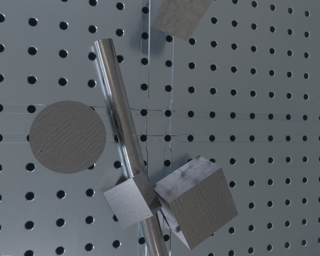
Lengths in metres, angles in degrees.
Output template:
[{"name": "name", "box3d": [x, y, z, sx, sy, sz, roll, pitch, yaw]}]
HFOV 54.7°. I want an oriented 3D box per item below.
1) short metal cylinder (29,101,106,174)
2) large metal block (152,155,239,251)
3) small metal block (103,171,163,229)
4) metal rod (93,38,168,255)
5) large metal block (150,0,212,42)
[{"name": "short metal cylinder", "box3d": [-0.107, 0.010, 0.360, 0.081, 0.050, 0.079, 0, 90, -20]}, {"name": "large metal block", "box3d": [0.046, 0.096, 0.407, 0.080, 0.050, 0.080, -31, 115, -18]}, {"name": "small metal block", "box3d": [-0.033, 0.088, 0.381, 0.050, 0.050, 0.025, 60, 28, 3]}, {"name": "metal rod", "box3d": [-0.035, 0.036, 0.399, 0.025, 0.025, 0.298, -16, 96, -19]}, {"name": "large metal block", "box3d": [0.028, -0.167, 0.376, 0.050, 0.080, 0.080, 17, 43, -19]}]
